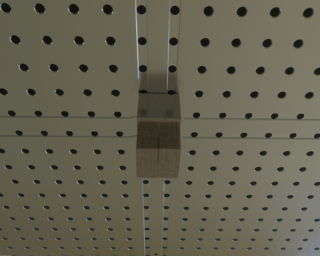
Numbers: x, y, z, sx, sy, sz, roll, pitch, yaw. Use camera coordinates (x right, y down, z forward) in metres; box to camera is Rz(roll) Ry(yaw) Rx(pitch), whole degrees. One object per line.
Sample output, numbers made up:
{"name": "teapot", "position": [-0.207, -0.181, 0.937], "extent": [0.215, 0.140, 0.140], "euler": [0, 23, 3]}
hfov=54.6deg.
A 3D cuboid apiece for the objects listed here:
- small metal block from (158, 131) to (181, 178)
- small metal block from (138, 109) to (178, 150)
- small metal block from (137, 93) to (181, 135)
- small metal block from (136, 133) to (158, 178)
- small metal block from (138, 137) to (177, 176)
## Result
{"name": "small metal block", "position": [0.011, 0.026, 0.385], "extent": [0.025, 0.050, 0.050], "euler": [2, 130, 0]}
{"name": "small metal block", "position": [-0.003, 0.002, 0.413], "extent": [0.050, 0.025, 0.050], "euler": [2, 130, 0]}
{"name": "small metal block", "position": [-0.001, -0.018, 0.379], "extent": [0.050, 0.050, 0.025], "euler": [2, 130, -1]}
{"name": "small metal block", "position": [-0.015, 0.026, 0.384], "extent": [0.025, 0.050, 0.050], "euler": [1, 130, -1]}
{"name": "small metal block", "position": [-0.003, 0.039, 0.427], "extent": [0.050, 0.050, 0.025], "euler": [1, 130, -1]}
